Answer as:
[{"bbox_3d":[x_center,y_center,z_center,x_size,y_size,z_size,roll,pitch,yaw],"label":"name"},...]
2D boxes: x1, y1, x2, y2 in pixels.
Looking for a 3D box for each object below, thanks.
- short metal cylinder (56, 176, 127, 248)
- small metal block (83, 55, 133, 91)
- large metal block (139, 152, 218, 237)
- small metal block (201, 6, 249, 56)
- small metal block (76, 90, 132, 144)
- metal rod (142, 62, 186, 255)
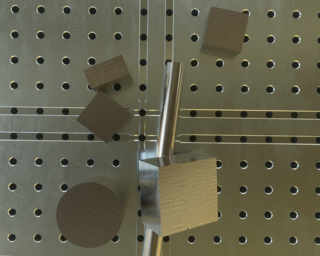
[{"bbox_3d":[-0.085,0.105,0.400,0.081,0.050,0.079,0,90,-1],"label":"short metal cylinder"},{"bbox_3d":[-0.065,-0.068,0.400,0.050,0.050,0.025,-22,90,0],"label":"small metal block"},{"bbox_3d":[0.023,0.077,0.382,0.081,0.050,0.079,-6,96,-29],"label":"large metal block"},{"bbox_3d":[0.086,-0.129,0.414,0.050,0.025,0.050,12,90,-1],"label":"small metal block"},{"bbox_3d":[-0.073,-0.015,0.412,0.050,0.025,0.050,38,90,-2],"label":"small metal block"},{"bbox_3d":[0.003,0.063,0.413,0.025,0.025,0.298,7,90,-1],"label":"metal rod"}]
